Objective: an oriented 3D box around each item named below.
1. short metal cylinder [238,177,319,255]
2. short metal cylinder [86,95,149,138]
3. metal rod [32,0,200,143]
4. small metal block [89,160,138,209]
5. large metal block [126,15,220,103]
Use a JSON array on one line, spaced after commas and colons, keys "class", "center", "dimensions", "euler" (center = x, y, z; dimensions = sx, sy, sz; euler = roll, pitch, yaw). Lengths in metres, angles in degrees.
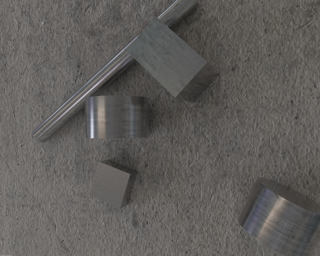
[{"class": "short metal cylinder", "center": [0.132, 0.095, 0.333], "dimensions": [0.080, 0.080, 0.050], "euler": [26, 99, 18]}, {"class": "short metal cylinder", "center": [-0.054, -0.013, 0.399], "dimensions": [0.080, 0.080, 0.050], "euler": [-1, 90, 20]}, {"class": "metal rod", "center": [-0.071, -0.077, 0.433], "dimensions": [0.300, 0.025, 0.025], "euler": [-38, 78, 15]}, {"class": "small metal block", "center": [-0.065, 0.077, 0.432], "dimensions": [0.050, 0.025, 0.050], "euler": [18, 96, 19]}, {"class": "large metal block", "center": [0.019, -0.078, 0.373], "dimensions": [0.080, 0.080, 0.050], "euler": [45, 104, 14]}]
